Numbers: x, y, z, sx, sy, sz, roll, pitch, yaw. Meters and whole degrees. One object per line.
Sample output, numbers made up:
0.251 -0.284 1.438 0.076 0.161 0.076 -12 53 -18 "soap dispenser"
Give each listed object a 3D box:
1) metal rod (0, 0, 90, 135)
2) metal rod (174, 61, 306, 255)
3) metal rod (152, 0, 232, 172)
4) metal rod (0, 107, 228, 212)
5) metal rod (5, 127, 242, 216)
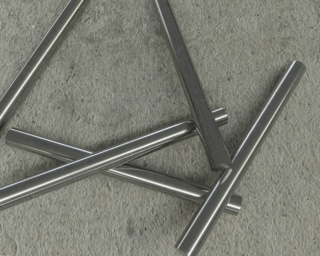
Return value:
-0.183 -0.076 0.434 0.025 0.025 0.300 23 71 8 "metal rod"
0.110 0.023 0.382 0.025 0.025 0.301 33 66 11 "metal rod"
0.033 -0.084 0.417 0.025 0.025 0.299 -13 63 -5 "metal rod"
-0.052 0.033 0.370 0.302 0.025 0.025 -20 71 -17 "metal rod"
-0.049 0.052 0.388 0.301 0.025 0.025 16 71 5 "metal rod"
